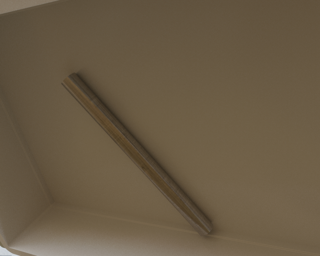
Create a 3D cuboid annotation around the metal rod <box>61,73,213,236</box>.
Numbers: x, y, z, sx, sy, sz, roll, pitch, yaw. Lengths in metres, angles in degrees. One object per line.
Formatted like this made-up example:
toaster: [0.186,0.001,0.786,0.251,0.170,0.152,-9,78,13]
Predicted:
metal rod: [-0.029,0.042,0.450,0.300,0.025,0.025,48,129,-6]
